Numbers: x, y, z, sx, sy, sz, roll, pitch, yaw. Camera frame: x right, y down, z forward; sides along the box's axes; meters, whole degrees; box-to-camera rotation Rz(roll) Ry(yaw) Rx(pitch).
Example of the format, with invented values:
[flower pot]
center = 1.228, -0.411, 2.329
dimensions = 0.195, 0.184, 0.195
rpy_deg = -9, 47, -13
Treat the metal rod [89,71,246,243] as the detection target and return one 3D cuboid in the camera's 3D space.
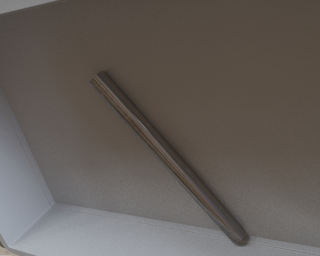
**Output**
[metal rod]
center = 0.014, 0.043, 0.428
dimensions = 0.300, 0.025, 0.025
rpy_deg = 48, 129, -6
